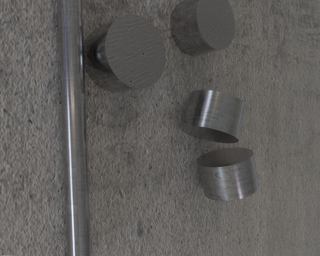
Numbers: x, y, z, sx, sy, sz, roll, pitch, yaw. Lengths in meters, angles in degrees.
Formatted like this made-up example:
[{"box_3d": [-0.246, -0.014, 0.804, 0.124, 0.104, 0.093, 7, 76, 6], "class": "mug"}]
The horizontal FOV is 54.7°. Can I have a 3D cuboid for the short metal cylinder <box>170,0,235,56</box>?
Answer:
[{"box_3d": [0.061, -0.146, 0.439, 0.081, 0.050, 0.080, 0, 90, -40], "class": "short metal cylinder"}]

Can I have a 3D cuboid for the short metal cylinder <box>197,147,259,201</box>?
[{"box_3d": [0.099, 0.065, 0.452, 0.081, 0.080, 0.050, -21, 104, -38], "class": "short metal cylinder"}]

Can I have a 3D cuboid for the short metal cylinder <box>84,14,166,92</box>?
[{"box_3d": [-0.040, -0.083, 0.355, 0.081, 0.050, 0.080, 0, 90, -40], "class": "short metal cylinder"}]

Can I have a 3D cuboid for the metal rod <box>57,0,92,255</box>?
[{"box_3d": [-0.091, -0.003, 0.328, 0.025, 0.025, 0.298, -3, 92, -40], "class": "metal rod"}]

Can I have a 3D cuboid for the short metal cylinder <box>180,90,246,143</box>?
[{"box_3d": [0.073, -0.014, 0.430, 0.080, 0.080, 0.050, 24, 75, -38], "class": "short metal cylinder"}]
